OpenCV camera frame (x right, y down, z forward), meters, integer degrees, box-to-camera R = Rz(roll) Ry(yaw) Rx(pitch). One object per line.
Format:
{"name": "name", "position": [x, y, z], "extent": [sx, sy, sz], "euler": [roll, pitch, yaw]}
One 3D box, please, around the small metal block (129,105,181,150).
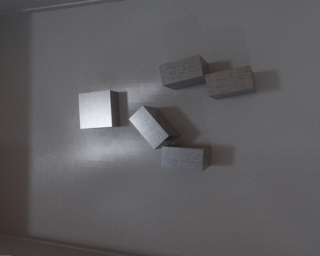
{"name": "small metal block", "position": [-0.005, -0.001, 0.399], "extent": [0.025, 0.050, 0.050], "euler": [-44, 77, 15]}

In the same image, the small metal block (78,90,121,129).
{"name": "small metal block", "position": [-0.086, -0.025, 0.441], "extent": [0.050, 0.025, 0.050], "euler": [-4, 89, 20]}

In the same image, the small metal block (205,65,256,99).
{"name": "small metal block", "position": [0.085, -0.052, 0.367], "extent": [0.050, 0.050, 0.025], "euler": [-10, 87, 20]}

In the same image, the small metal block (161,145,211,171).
{"name": "small metal block", "position": [0.034, 0.035, 0.385], "extent": [0.050, 0.050, 0.025], "euler": [3, 91, 20]}

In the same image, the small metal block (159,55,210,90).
{"name": "small metal block", "position": [0.033, -0.068, 0.386], "extent": [0.050, 0.050, 0.025], "euler": [-11, 86, 19]}
